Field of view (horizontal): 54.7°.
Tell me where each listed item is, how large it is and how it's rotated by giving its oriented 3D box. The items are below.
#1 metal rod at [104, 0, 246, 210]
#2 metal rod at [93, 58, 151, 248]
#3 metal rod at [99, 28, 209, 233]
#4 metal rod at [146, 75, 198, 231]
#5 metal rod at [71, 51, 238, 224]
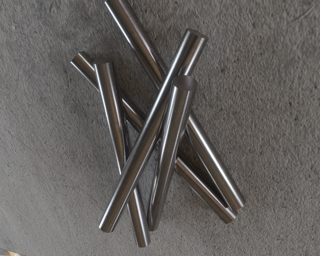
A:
[{"bbox_3d":[0.026,-0.021,0.379,0.025,0.025,0.299,-22,107,36],"label":"metal rod"},{"bbox_3d":[-0.046,0.052,0.429,0.025,0.025,0.298,6,121,25],"label":"metal rod"},{"bbox_3d":[-0.019,0.023,0.382,0.025,0.025,0.298,30,118,9],"label":"metal rod"},{"bbox_3d":[0.005,0.058,0.407,0.025,0.025,0.298,25,137,13],"label":"metal rod"},{"bbox_3d":[-0.005,0.016,0.418,0.300,0.025,0.025,46,129,-5],"label":"metal rod"}]
